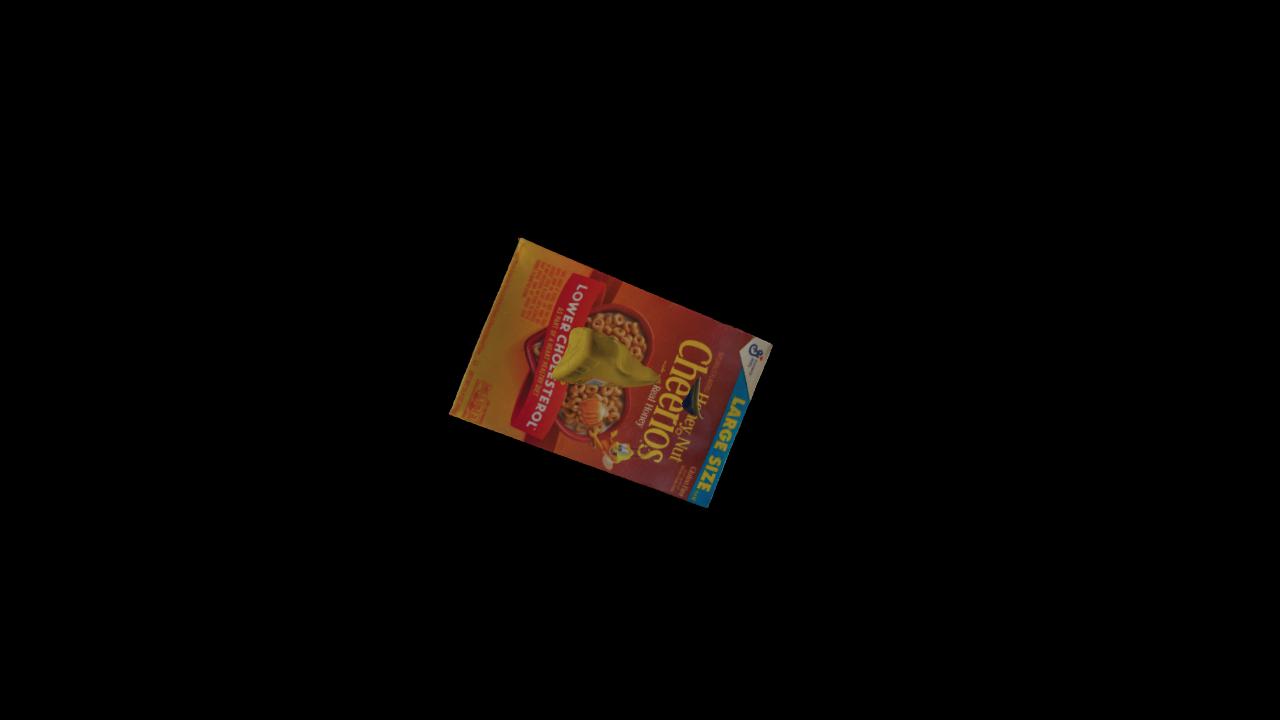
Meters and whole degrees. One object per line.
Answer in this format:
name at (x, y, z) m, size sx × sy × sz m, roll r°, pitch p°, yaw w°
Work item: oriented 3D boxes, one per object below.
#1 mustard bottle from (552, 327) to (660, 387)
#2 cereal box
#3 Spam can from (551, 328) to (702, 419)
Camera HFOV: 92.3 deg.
mustard bottle at (-0.012, 0.023, 0.689) m, size 0.184 × 0.054 × 0.092 m, roll 24°, pitch -37°, yaw -35°
cereal box at (-0.028, 0.017, 0.690) m, size 0.306 × 0.203 × 0.081 m, roll 22°, pitch 1°, yaw -10°
Spam can at (0.038, 0.022, 0.710) m, size 0.085 × 0.101 × 0.058 m, roll -1°, pitch -26°, yaw 21°
